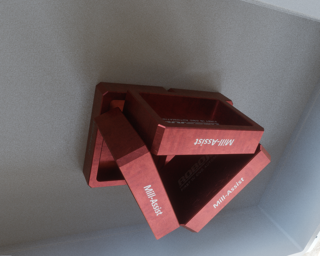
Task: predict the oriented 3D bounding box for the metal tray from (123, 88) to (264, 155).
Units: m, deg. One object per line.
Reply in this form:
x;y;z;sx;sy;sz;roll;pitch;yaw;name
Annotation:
0.035;-0.008;0.339;0.131;0.090;0.030;2;118;-29;metal tray

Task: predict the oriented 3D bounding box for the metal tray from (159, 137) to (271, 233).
0.060;0.053;0.390;0.130;0.090;0.030;-46;129;4;metal tray

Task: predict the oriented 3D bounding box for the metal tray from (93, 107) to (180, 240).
-0.025;0.051;0.343;0.030;0.090;0.129;-28;128;-10;metal tray

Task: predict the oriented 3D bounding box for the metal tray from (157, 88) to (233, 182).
0.040;0.013;0.433;0.091;0.030;0.129;1;117;-29;metal tray

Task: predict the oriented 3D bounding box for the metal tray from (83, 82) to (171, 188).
-0.041;0.011;0.389;0.091;0.030;0.129;1;117;-28;metal tray
